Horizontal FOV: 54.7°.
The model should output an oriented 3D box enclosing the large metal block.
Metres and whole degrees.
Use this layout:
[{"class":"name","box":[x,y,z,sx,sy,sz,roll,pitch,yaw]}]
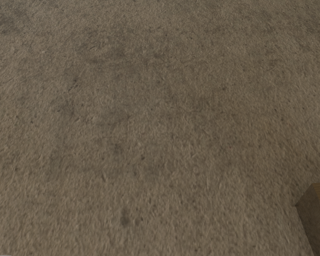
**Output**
[{"class":"large metal block","box":[0.195,0.100,0.306,0.081,0.050,0.080,-3,50,-3]}]
